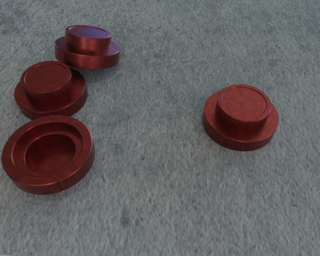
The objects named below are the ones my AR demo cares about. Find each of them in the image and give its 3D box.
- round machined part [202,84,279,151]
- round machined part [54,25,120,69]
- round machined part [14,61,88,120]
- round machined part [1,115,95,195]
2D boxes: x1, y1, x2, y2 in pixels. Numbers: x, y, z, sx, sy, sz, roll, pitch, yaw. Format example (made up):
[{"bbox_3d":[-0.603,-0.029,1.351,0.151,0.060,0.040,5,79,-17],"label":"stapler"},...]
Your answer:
[{"bbox_3d":[0.108,-0.021,0.411,0.099,0.042,0.098,0,50,0],"label":"round machined part"},{"bbox_3d":[-0.112,-0.129,0.480,0.099,0.042,0.098,8,31,-5],"label":"round machined part"},{"bbox_3d":[-0.156,-0.058,0.439,0.099,0.042,0.098,0,50,0],"label":"round machined part"},{"bbox_3d":[-0.125,0.035,0.361,0.099,0.042,0.098,0,50,0],"label":"round machined part"}]
